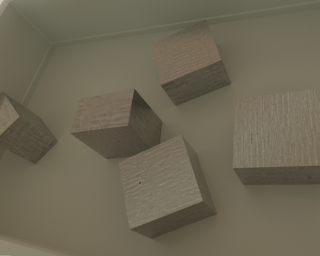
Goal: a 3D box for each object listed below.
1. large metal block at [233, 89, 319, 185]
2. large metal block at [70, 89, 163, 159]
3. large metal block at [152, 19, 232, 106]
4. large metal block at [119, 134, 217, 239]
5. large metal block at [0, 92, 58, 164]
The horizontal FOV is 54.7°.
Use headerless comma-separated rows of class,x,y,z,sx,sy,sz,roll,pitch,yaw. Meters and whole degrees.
large metal block,0.122,0.012,0.318,0.080,0.050,0.080,-5,59,25
large metal block,-0.052,-0.001,0.397,0.080,0.080,0.050,-7,59,24
large metal block,0.042,-0.088,0.421,0.080,0.050,0.080,-21,54,15
large metal block,0.007,0.066,0.345,0.080,0.050,0.080,-25,53,12
large metal block,-0.219,0.001,0.483,0.050,0.080,0.080,-47,52,-4
